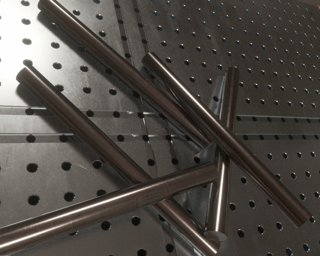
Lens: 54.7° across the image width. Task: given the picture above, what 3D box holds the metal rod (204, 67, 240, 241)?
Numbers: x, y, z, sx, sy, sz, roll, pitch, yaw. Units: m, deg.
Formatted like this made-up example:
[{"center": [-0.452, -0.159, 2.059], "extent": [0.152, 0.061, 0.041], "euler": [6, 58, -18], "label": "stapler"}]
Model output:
[{"center": [0.093, 0.011, 0.437], "extent": [0.025, 0.025, 0.300], "euler": [28, 47, -12], "label": "metal rod"}]

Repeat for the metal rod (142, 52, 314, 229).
[{"center": [0.072, 0.000, 0.405], "extent": [0.025, 0.025, 0.300], "euler": [-22, 60, -36], "label": "metal rod"}]

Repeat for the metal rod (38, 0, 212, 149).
[{"center": [-0.046, -0.077, 0.431], "extent": [0.300, 0.025, 0.025], "euler": [40, 51, -1], "label": "metal rod"}]

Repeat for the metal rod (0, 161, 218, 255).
[{"center": [-0.070, 0.083, 0.299], "extent": [0.303, 0.025, 0.025], "euler": [-13, 69, -27], "label": "metal rod"}]

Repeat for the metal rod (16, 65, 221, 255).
[{"center": [-0.048, 0.038, 0.359], "extent": [0.300, 0.025, 0.025], "euler": [43, 51, 1], "label": "metal rod"}]
